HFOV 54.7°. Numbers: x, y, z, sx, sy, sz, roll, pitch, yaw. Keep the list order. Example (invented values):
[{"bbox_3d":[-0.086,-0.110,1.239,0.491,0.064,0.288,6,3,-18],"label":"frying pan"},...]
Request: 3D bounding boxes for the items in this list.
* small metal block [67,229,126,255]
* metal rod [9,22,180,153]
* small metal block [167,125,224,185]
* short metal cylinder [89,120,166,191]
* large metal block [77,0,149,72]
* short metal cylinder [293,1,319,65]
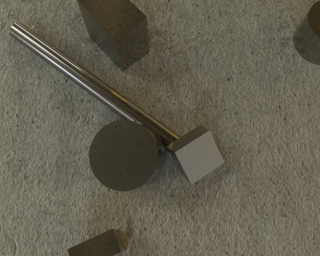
[{"bbox_3d":[-0.068,0.136,0.345,0.050,0.050,0.025,-23,72,-8],"label":"small metal block"},{"bbox_3d":[-0.093,-0.059,0.429,0.300,0.025,0.025,36,74,12],"label":"metal rod"},{"bbox_3d":[0.044,0.033,0.383,0.050,0.025,0.050,-32,113,-11],"label":"small metal block"},{"bbox_3d":[-0.037,0.033,0.371,0.080,0.050,0.080,-1,85,11],"label":"short metal cylinder"},{"bbox_3d":[-0.062,-0.139,0.429,0.050,0.080,0.080,-39,75,-13],"label":"large metal block"},{"bbox_3d":[0.243,-0.138,0.447,0.081,0.050,0.080,0,70,0],"label":"short metal cylinder"}]
